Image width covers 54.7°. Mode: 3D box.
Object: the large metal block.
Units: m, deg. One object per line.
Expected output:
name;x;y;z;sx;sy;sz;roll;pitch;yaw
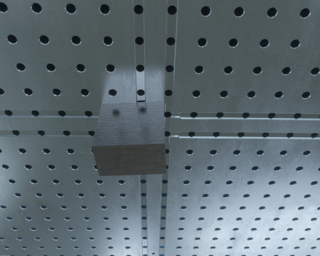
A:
large metal block;-0.034;0.012;0.385;0.081;0.080;0.050;-2;130;1
